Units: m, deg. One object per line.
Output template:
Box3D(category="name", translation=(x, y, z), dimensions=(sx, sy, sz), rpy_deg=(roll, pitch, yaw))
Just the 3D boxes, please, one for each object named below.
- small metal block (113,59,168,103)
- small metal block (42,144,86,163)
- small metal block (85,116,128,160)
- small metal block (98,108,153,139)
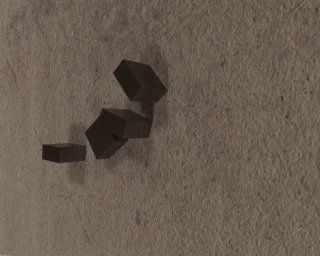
Box3D(category="small metal block", translation=(-0.026, -0.061, 0.408), dimensions=(0.025, 0.050, 0.050), rpy_deg=(-47, 62, 29))
Box3D(category="small metal block", translation=(-0.160, 0.041, 0.518), dimensions=(0.050, 0.050, 0.025), rpy_deg=(5, 93, 39))
Box3D(category="small metal block", translation=(-0.082, 0.013, 0.470), dimensions=(0.050, 0.025, 0.050), rpy_deg=(-43, 65, 31))
Box3D(category="small metal block", translation=(-0.047, -0.007, 0.425), dimensions=(0.050, 0.050, 0.025), rpy_deg=(26, 107, 36))
